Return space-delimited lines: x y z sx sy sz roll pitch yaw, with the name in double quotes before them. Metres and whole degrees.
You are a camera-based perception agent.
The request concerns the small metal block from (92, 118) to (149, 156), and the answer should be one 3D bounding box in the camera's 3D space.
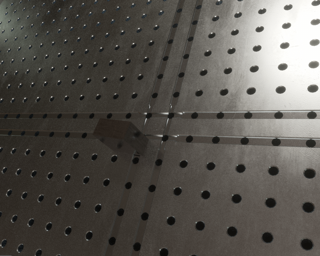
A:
"small metal block" -0.051 0.012 0.410 0.050 0.050 0.025 7 65 31
